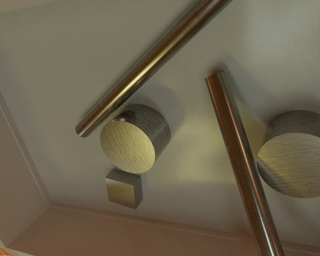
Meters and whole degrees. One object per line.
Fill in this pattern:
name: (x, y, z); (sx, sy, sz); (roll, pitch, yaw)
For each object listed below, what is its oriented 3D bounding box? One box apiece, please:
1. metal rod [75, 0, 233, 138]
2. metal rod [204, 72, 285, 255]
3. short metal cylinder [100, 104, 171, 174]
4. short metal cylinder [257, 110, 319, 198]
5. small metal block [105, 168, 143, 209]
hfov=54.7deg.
metal rod: (-0.023, -0.067, 0.377); (0.025, 0.025, 0.299); (48, 128, -6)
metal rod: (0.103, 0.085, 0.329); (0.025, 0.025, 0.298); (-20, 84, 35)
short metal cylinder: (-0.032, 0.014, 0.417); (0.080, 0.050, 0.079); (13, 124, 20)
short metal cylinder: (0.149, 0.027, 0.331); (0.080, 0.050, 0.079); (13, 124, 20)
small metal block: (-0.057, 0.097, 0.497); (0.050, 0.025, 0.050); (11, 123, 21)
